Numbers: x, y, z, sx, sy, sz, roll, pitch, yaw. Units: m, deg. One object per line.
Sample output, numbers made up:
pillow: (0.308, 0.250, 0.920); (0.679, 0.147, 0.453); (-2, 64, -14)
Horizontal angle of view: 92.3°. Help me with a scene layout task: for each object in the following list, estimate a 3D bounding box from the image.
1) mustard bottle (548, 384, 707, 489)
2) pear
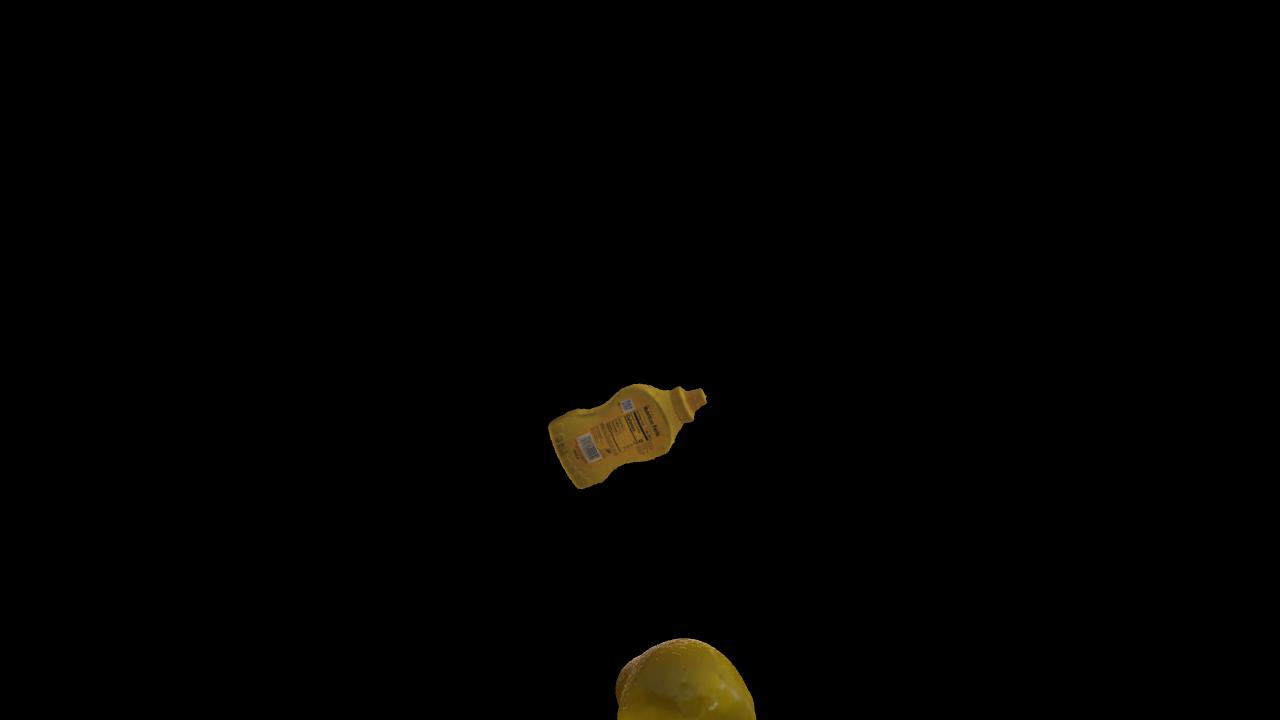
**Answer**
mustard bottle: (-0.008, 0.076, 0.711); (0.184, 0.092, 0.054); (-25, -2, 12)
pear: (0.014, 0.198, 0.364); (0.080, 0.080, 0.111); (0, 2, -36)
